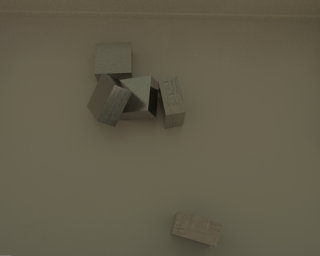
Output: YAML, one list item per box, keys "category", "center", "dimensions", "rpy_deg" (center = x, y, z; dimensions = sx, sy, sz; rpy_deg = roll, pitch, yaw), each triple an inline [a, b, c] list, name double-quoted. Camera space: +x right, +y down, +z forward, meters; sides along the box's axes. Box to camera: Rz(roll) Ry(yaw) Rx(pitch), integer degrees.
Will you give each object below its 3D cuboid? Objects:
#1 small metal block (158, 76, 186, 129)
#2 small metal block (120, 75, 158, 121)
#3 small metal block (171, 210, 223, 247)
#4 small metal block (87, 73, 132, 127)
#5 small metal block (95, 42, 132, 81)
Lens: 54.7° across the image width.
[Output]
- category: "small metal block"
  center: [0.014, -0.032, 0.408]
  dimensions: [0.025, 0.050, 0.050]
  rpy_deg: [-10, 71, -4]
- category: "small metal block"
  center: [-0.031, -0.039, 0.414]
  dimensions: [0.050, 0.025, 0.050]
  rpy_deg: [-4, 68, 22]
- category: "small metal block"
  center: [0.040, 0.116, 0.355]
  dimensions: [0.050, 0.050, 0.025]
  rpy_deg: [15, 71, 5]
- category: "small metal block"
  center: [-0.066, -0.037, 0.398]
  dimensions: [0.050, 0.025, 0.050]
  rpy_deg: [-62, 36, 12]
- category: "small metal block"
  center: [-0.065, -0.094, 0.443]
  dimensions: [0.050, 0.025, 0.050]
  rpy_deg: [-2, 70, -1]
